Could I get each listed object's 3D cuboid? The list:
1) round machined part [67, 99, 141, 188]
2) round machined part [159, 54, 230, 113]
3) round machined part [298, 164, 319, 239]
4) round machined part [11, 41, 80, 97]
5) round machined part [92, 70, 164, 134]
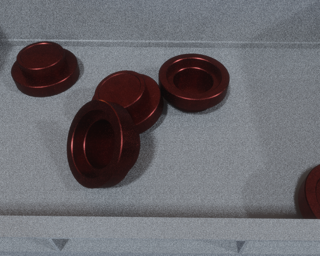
[{"bbox_3d":[-0.061,0.019,0.355,0.042,0.098,0.098,9,34,-49],"label":"round machined part"},{"bbox_3d":[0.047,-0.060,0.445,0.099,0.042,0.098,0,50,0],"label":"round machined part"},{"bbox_3d":[0.195,0.086,0.323,0.099,0.042,0.098,0,50,0],"label":"round machined part"},{"bbox_3d":[-0.177,-0.096,0.473,0.099,0.042,0.098,0,50,0],"label":"round machined part"},{"bbox_3d":[-0.047,-0.039,0.412,0.098,0.042,0.098,-7,54,10],"label":"round machined part"}]
